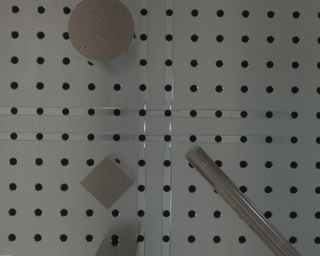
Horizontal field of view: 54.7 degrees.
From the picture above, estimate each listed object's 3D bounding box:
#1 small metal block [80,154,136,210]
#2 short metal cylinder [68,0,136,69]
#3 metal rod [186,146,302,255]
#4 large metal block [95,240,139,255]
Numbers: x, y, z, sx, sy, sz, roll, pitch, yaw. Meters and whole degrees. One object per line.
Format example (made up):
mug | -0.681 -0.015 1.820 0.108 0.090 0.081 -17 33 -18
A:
small metal block | -0.068 0.071 0.413 0.050 0.025 0.050 44 90 -1
short metal cylinder | -0.071 -0.121 0.400 0.081 0.050 0.079 0 90 -1
metal rod | 0.146 0.142 0.415 0.025 0.025 0.300 -43 91 0
large metal block | -0.053 0.195 0.385 0.050 0.080 0.079 -1 90 0
